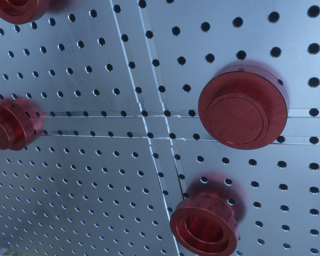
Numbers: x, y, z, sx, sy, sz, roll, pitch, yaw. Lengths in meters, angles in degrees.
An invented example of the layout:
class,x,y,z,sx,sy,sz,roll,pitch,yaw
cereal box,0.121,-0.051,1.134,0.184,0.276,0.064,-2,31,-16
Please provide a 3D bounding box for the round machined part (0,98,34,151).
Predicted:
class,x,y,z,sx,sy,sz,roll,pitch,yaw
round machined part,-0.276,0.000,0.547,0.098,0.042,0.097,13,124,21

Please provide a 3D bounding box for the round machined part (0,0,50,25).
class,x,y,z,sx,sy,sz,roll,pitch,yaw
round machined part,-0.173,-0.181,0.381,0.098,0.042,0.097,13,124,21

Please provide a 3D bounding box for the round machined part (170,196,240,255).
class,x,y,z,sx,sy,sz,roll,pitch,yaw
round machined part,0.067,0.139,0.451,0.098,0.042,0.097,13,124,21

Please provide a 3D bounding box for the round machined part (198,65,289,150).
class,x,y,z,sx,sy,sz,roll,pitch,yaw
round machined part,0.089,-0.016,0.344,0.098,0.042,0.097,13,124,21
